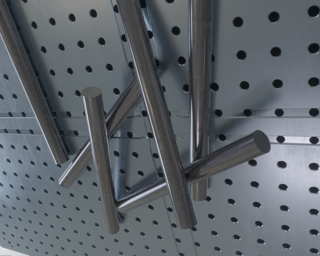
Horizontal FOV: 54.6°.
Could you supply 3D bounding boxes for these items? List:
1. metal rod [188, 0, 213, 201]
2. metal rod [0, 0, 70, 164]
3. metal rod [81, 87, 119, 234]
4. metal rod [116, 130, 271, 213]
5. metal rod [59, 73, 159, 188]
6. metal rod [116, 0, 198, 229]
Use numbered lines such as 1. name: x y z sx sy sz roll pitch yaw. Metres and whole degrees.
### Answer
1. metal rod: 0.047 -0.033 0.366 0.025 0.025 0.298 10 123 23
2. metal rod: -0.200 -0.075 0.471 0.025 0.025 0.298 1 119 28
3. metal rod: -0.086 0.070 0.478 0.025 0.025 0.298 17 132 19
4. metal rod: 0.019 0.073 0.419 0.025 0.025 0.299 48 137 -6
5. metal rod: -0.091 0.015 0.469 0.025 0.025 0.299 43 129 -1
6. metal rod: -0.004 -0.023 0.360 0.025 0.025 0.299 -9 102 32
